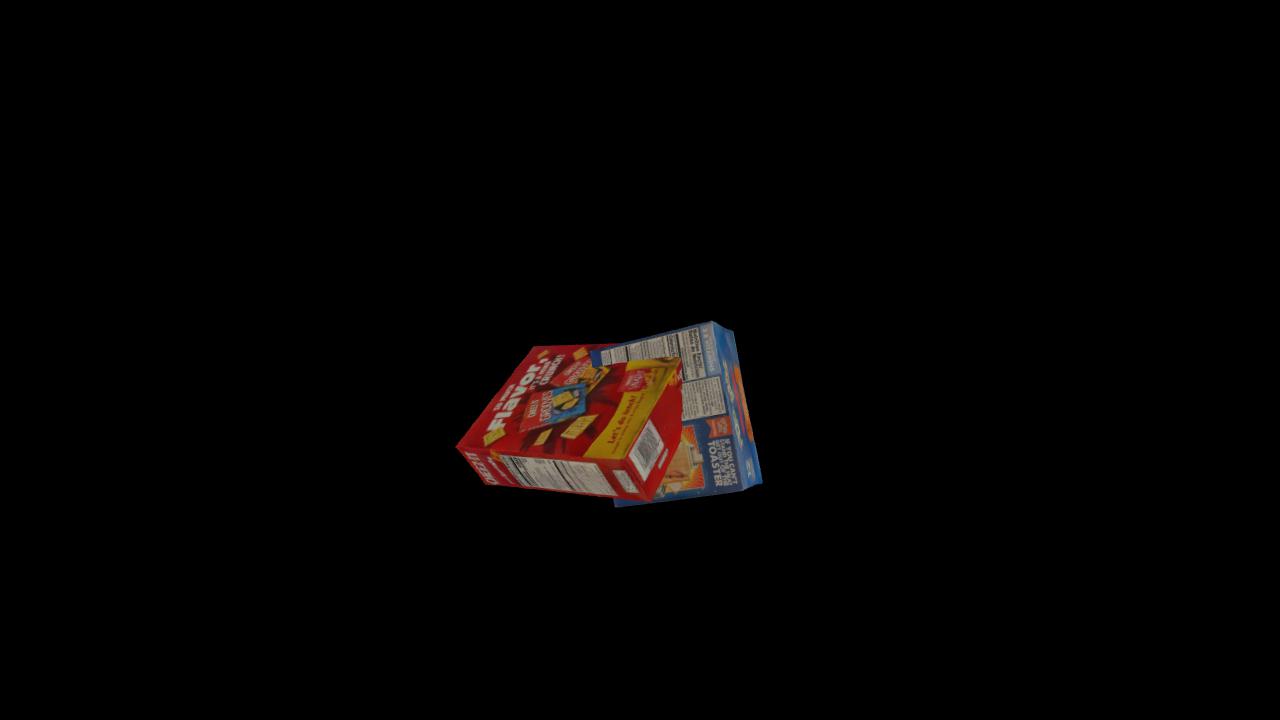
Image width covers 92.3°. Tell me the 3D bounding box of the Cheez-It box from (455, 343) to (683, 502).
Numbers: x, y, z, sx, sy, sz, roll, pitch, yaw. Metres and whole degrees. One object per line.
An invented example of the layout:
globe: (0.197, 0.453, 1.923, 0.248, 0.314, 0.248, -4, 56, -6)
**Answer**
Cheez-It box: (-0.060, 0.057, 0.647, 0.223, 0.071, 0.166, -2, 40, 33)

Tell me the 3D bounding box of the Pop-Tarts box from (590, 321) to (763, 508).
Pop-Tarts box: (0.038, 0.059, 0.646, 0.141, 0.167, 0.083, -13, -8, 23)
